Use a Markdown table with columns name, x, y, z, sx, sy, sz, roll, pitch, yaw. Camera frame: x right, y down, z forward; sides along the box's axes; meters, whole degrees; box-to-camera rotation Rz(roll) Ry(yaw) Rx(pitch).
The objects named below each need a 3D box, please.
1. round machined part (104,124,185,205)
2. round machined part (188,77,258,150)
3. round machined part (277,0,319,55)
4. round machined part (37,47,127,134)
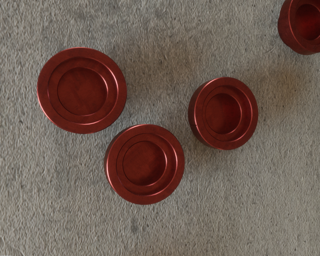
| name | x | y | z | sx | sy | sz | roll | pitch | yaw |
| --- | --- | --- | --- | --- | --- | --- | --- | --- | --- |
| round machined part | -0.022 | 0.044 | 0.392 | 0.099 | 0.042 | 0.097 | 0 | 90 | -20 |
| round machined part | 0.083 | -0.019 | 0.430 | 0.099 | 0.042 | 0.097 | 0 | 90 | -20 |
| round machined part | 0.224 | -0.162 | 0.482 | 0.099 | 0.042 | 0.097 | 0 | 90 | -20 |
| round machined part | -0.092 | -0.042 | 0.366 | 0.099 | 0.042 | 0.097 | 0 | 90 | -20 |
